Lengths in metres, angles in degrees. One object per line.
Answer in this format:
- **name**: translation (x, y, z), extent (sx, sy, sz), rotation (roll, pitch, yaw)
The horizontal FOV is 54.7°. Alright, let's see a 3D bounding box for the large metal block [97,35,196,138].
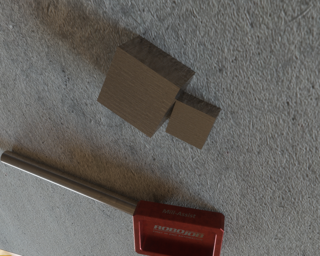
- **large metal block**: translation (-0.018, -0.049, 0.368), extent (0.080, 0.050, 0.079), rotation (35, 129, 5)

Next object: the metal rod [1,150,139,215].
- **metal rod**: translation (-0.157, 0.096, 0.546), extent (0.301, 0.025, 0.025), rotation (17, 125, 18)

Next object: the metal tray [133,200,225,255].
- **metal tray**: translation (0.027, 0.161, 0.470), extent (0.131, 0.030, 0.089), rotation (7, 122, 10)

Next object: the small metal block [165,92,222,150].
- **small metal block**: translation (0.040, -0.009, 0.379), extent (0.050, 0.025, 0.050), rotation (27, 128, 11)
